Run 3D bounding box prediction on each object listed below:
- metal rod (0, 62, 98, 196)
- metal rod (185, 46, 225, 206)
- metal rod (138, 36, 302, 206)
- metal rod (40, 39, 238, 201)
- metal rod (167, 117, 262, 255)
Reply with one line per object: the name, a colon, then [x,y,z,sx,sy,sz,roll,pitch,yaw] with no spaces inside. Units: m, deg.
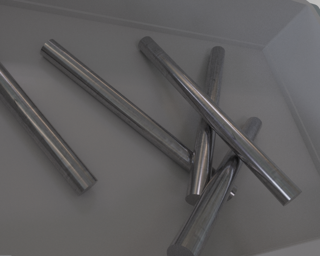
metal rod: [-0.173,-0.049,0.342,0.300,0.025,0.025,49,51,6]
metal rod: [0.070,-0.027,0.438,0.025,0.025,0.300,27,46,-11]
metal rod: [0.059,-0.027,0.400,0.025,0.025,0.300,-16,54,-34]
metal rod: [-0.025,-0.008,0.397,0.300,0.025,0.025,39,51,-2]
metal rod: [0.083,0.048,0.367,0.025,0.025,0.302,46,34,3]
